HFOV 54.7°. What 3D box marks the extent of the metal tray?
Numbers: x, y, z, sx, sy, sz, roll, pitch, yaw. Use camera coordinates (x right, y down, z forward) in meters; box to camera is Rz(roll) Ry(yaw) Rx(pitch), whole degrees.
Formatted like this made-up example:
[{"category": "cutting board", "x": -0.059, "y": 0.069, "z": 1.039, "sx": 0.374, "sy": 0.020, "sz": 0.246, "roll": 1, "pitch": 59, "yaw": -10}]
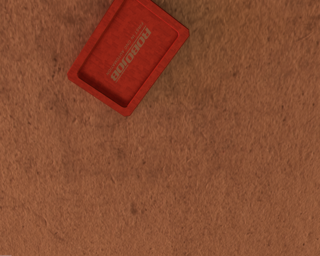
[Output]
[{"category": "metal tray", "x": -0.038, "y": -0.090, "z": 0.373, "sx": 0.090, "sy": 0.030, "sz": 0.129, "roll": 34, "pitch": 106, "yaw": -12}]
